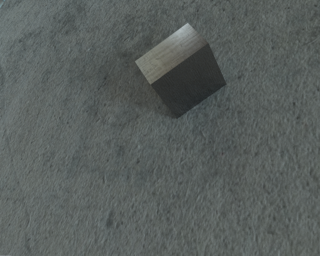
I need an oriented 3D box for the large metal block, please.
[{"bbox_3d":[0.028,-0.070,0.398,0.080,0.080,0.050,-35,51,5],"label":"large metal block"}]
